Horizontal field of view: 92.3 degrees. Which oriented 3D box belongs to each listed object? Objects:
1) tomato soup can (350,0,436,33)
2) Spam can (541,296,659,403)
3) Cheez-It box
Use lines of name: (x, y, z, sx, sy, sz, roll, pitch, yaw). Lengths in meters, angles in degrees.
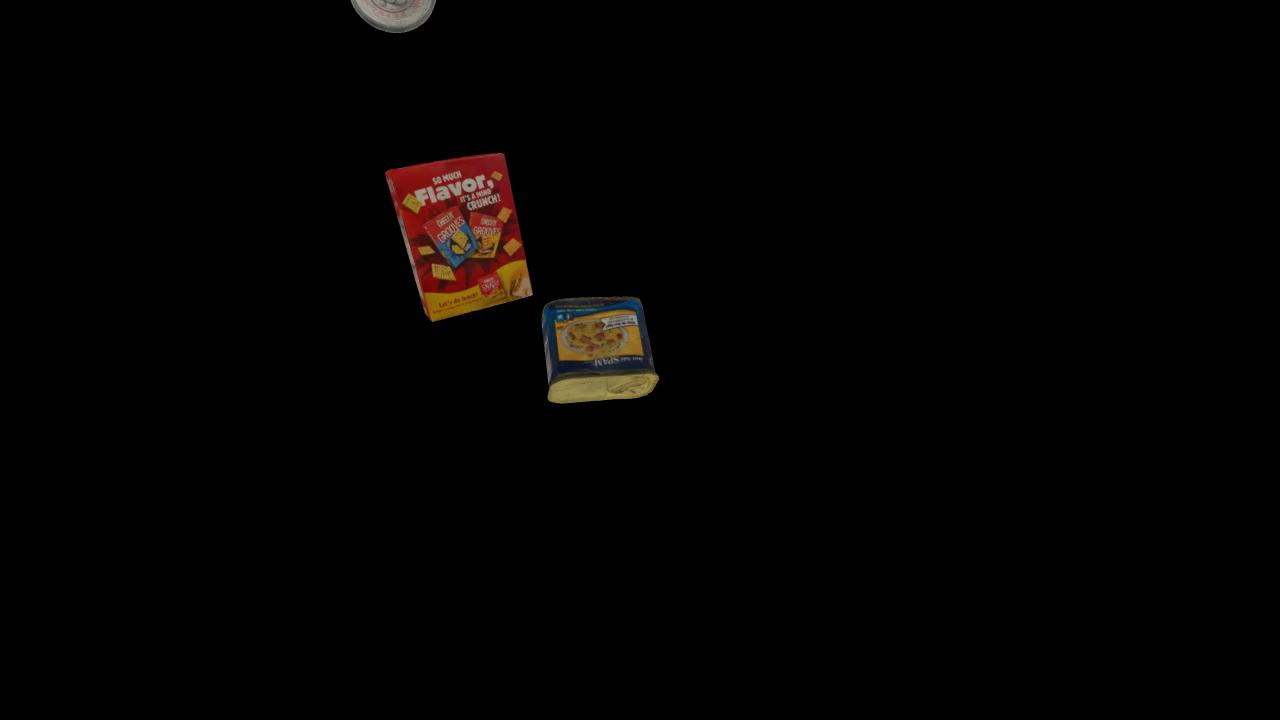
tomato soup can: (-0.215, -0.332, 0.509, 0.068, 0.101, 0.068, -21, -26, -11)
Spam can: (-0.040, -0.011, 0.578, 0.101, 0.085, 0.058, -3, -25, -17)
Cheez-It box: (-0.269, -0.187, 0.931, 0.166, 0.223, 0.071, -19, 22, -24)
